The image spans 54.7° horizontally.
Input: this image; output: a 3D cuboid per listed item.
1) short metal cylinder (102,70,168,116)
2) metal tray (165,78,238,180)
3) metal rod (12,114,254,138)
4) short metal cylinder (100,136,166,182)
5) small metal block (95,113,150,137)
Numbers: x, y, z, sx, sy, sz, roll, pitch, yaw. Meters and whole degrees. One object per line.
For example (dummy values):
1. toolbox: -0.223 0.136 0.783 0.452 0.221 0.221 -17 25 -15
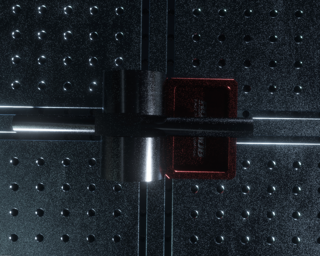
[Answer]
1. short metal cylinder: -0.031 -0.040 0.384 0.081 0.080 0.050 1 90 0
2. metal tray: 0.053 0.001 0.411 0.091 0.030 0.129 1 90 0
3. metal rod: -0.040 -0.003 0.390 0.301 0.025 0.025 1 90 8
4. short metal cylinder: -0.033 0.035 0.385 0.081 0.080 0.050 1 90 0
5. small metal block: -0.041 -0.004 0.353 0.050 0.050 0.025 1 90 8
